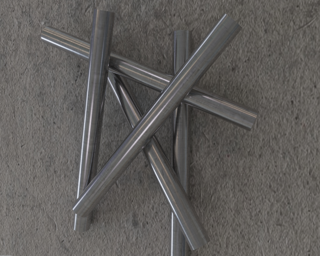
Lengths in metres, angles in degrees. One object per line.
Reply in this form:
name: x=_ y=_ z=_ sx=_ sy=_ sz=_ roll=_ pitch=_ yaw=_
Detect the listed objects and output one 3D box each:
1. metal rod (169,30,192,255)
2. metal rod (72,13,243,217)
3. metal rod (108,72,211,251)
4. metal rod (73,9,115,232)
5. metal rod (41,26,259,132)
metal rod: x=0.027 y=0.027 z=0.399 sx=0.025 sy=0.025 sz=0.298 roll=1 pitch=90 yaw=20
metal rod: x=-0.015 y=-0.001 z=0.365 sx=0.025 sy=0.025 sz=0.299 roll=44 pitch=109 yaw=14
metal rod: x=-0.020 y=0.008 z=0.397 sx=0.025 sy=0.025 sz=0.299 roll=-33 pitch=73 yaw=17
metal rod: x=-0.089 y=0.004 z=0.405 sx=0.025 sy=0.025 sz=0.298 roll=16 pitch=109 yaw=19
metal rod: x=-0.025 y=-0.068 z=0.388 sx=0.301 sy=0.025 sz=0.025 roll=25 pitch=98 yaw=16
